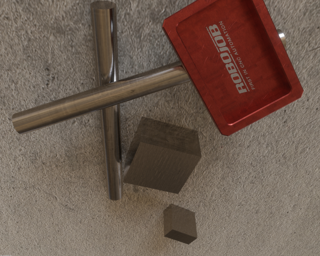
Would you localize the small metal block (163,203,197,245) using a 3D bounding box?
[{"bbox_3d":[0.034,0.165,0.532,0.050,0.050,0.025,26,125,-21],"label":"small metal block"}]

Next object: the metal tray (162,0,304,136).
[{"bbox_3d":[0.071,-0.068,0.306,0.090,0.030,0.130,-29,105,7],"label":"metal tray"}]

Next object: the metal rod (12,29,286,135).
[{"bbox_3d":[-0.015,-0.049,0.339,0.301,0.025,0.025,-17,129,3],"label":"metal rod"}]

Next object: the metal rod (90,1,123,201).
[{"bbox_3d":[-0.063,-0.007,0.399,0.025,0.025,0.298,2,130,-2],"label":"metal rod"}]

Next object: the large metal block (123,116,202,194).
[{"bbox_3d":[0.001,0.039,0.424,0.081,0.050,0.079,15,129,-13],"label":"large metal block"}]
